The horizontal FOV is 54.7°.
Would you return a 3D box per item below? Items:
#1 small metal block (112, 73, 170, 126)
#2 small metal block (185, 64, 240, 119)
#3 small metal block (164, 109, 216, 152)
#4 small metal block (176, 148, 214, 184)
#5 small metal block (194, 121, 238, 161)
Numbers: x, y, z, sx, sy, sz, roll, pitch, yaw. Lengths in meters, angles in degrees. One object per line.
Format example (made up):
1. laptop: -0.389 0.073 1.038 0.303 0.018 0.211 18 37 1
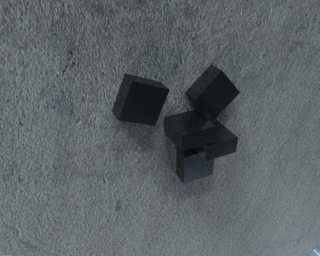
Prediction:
1. small metal block: -0.024 -0.033 0.373 0.050 0.025 0.050 9 114 -32
2. small metal block: 0.071 -0.048 0.416 0.050 0.025 0.050 -48 129 5
3. small metal block: 0.039 0.002 0.413 0.050 0.050 0.025 -15 125 -20
4. small metal block: 0.053 0.051 0.467 0.050 0.025 0.050 -15 125 -20
5. small metal block: 0.074 0.017 0.442 0.050 0.050 0.025 -14 124 -21
